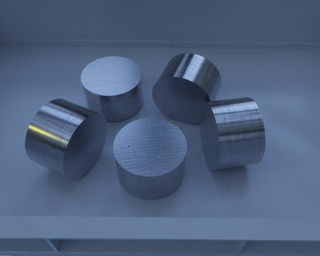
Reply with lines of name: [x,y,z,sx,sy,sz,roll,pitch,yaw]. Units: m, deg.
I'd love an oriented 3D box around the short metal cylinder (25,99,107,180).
short metal cylinder: [-0.104,0.012,0.355,0.050,0.080,0.080,21,53,17]

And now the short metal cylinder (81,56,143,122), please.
short metal cylinder: [-0.065,-0.055,0.432,0.081,0.050,0.080,0,50,0]

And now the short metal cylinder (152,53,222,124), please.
short metal cylinder: [0.036,-0.052,0.413,0.080,0.080,0.050,17,52,13]

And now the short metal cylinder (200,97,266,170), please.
short metal cylinder: [0.082,0.006,0.363,0.050,0.080,0.080,-7,51,-6]

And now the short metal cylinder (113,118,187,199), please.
short metal cylinder: [-0.011,0.034,0.357,0.081,0.050,0.080,0,50,0]
